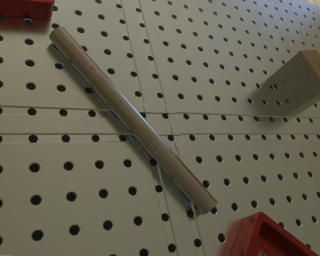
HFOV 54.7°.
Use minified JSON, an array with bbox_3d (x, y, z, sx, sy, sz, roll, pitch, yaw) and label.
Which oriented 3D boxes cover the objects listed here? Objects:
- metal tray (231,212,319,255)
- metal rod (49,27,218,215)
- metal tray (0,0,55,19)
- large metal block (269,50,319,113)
[{"bbox_3d":[0.150,0.177,0.377,0.130,0.030,0.090,38,51,-3],"label":"metal tray"},{"bbox_3d":[-0.037,-0.013,0.395,0.300,0.025,0.025,49,51,6],"label":"metal rod"},{"bbox_3d":[-0.205,-0.210,0.422,0.091,0.030,0.130,-7,65,-31],"label":"metal tray"},{"bbox_3d":[0.262,-0.085,0.565,0.050,0.080,0.080,-12,68,-33],"label":"large metal block"}]
